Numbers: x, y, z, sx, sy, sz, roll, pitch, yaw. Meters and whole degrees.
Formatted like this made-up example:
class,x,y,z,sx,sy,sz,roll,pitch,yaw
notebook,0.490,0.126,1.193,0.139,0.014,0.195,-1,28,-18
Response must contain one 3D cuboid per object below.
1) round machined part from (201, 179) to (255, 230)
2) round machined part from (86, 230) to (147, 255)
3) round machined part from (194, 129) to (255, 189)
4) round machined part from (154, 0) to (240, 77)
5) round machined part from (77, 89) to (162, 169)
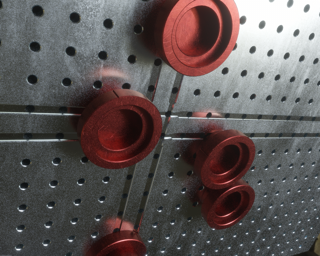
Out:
class,x,y,z,sx,sy,sz,roll,pitch,yaw
round machined part,0.114,0.127,0.544,0.099,0.042,0.097,-14,124,-21
round machined part,-0.067,0.217,0.500,0.099,0.042,0.097,-14,124,-21
round machined part,0.095,0.044,0.482,0.099,0.042,0.097,-14,125,-21
round machined part,0.038,-0.112,0.353,0.099,0.042,0.097,-14,125,-21
round machined part,-0.050,-0.002,0.373,0.099,0.042,0.097,-14,125,-21
